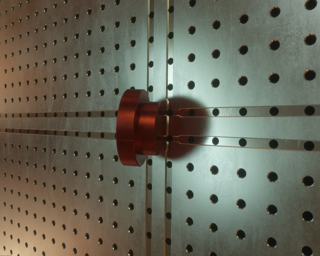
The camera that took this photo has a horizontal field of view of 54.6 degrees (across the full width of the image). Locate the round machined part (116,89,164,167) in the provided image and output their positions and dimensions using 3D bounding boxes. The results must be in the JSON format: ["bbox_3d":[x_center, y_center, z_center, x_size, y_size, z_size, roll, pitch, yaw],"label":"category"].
[{"bbox_3d":[-0.020,0.000,0.392,0.042,0.098,0.097,3,92,9],"label":"round machined part"}]
